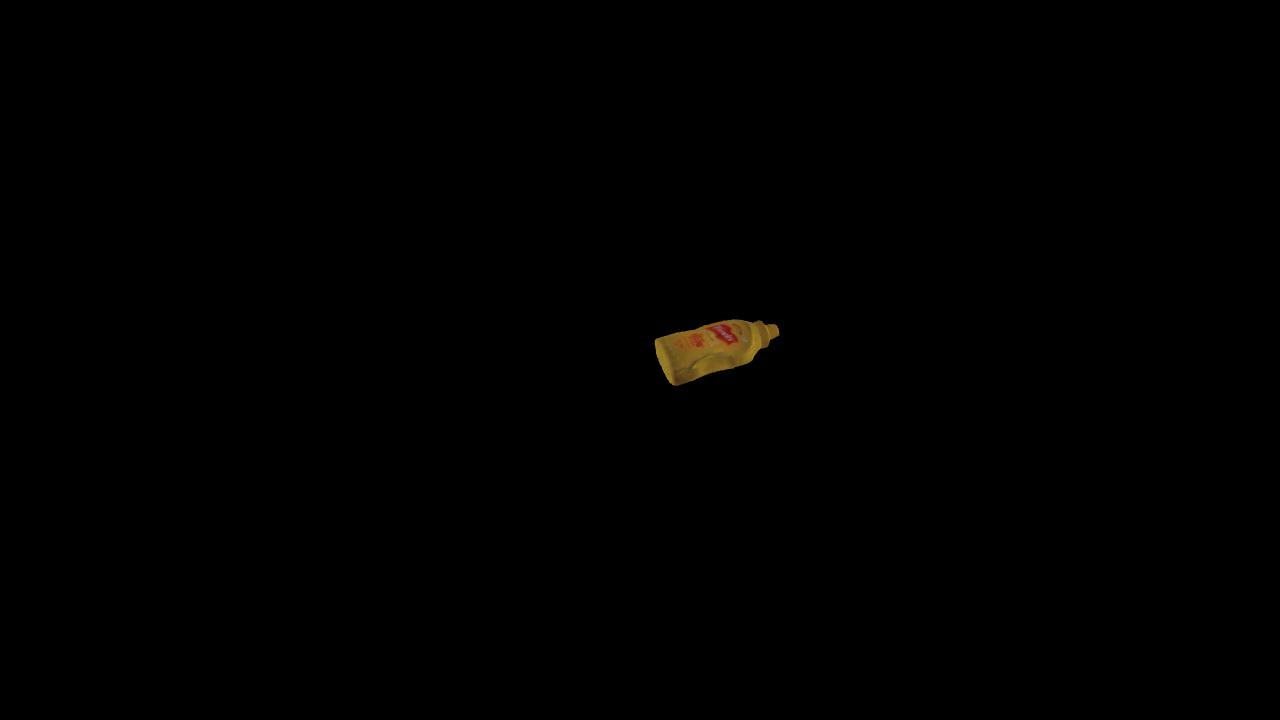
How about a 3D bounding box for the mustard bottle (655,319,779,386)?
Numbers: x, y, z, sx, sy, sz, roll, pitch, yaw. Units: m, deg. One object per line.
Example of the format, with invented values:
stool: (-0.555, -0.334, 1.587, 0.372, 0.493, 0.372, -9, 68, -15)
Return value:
mustard bottle: (0.120, -0.021, 0.914, 0.184, 0.054, 0.092, -16, 33, -8)
